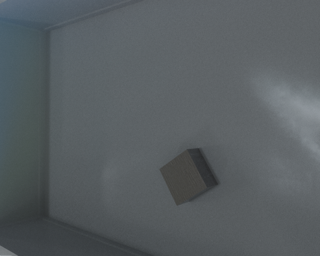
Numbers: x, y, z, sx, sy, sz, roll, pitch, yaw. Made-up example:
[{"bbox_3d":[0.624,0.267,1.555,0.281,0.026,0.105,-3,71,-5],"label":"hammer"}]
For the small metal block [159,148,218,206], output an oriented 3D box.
[{"bbox_3d":[0.034,0.059,0.377,0.050,0.025,0.050,-40,66,32],"label":"small metal block"}]
